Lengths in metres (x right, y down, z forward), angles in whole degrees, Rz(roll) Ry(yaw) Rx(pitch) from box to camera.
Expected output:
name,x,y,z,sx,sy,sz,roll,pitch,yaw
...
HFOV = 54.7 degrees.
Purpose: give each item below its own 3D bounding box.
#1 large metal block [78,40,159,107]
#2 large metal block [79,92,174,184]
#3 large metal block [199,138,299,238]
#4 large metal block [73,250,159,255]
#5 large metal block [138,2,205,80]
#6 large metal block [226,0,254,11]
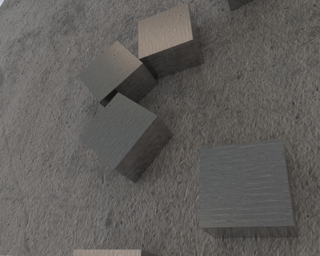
name,x,y,z,sx,sy,sz,roll,pitch,yaw
large metal block,-0.064,-0.073,0.466,0.080,0.050,0.080,-42,51,-1
large metal block,-0.044,0.011,0.404,0.080,0.050,0.080,32,80,38
large metal block,0.086,0.062,0.305,0.080,0.050,0.080,-9,58,23
large metal block,-0.046,0.168,0.309,0.080,0.050,0.080,-10,58,23
large metal block,0.015,-0.127,0.458,0.080,0.050,0.080,-16,55,19
large metal block,0.123,-0.231,0.446,0.080,0.080,0.050,-23,54,15
